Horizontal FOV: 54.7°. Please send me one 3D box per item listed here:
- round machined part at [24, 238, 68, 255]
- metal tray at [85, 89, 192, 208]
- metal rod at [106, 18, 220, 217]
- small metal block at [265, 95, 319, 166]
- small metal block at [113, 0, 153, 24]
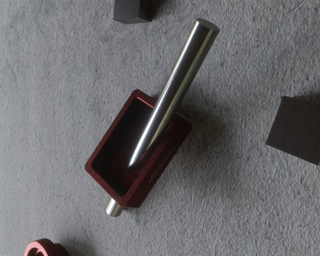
[{"bbox_3d":[-0.200,0.247,0.555,0.098,0.042,0.097,0,90,39],"label":"round machined part"},{"bbox_3d":[-0.031,0.025,0.399,0.090,0.030,0.130,36,94,34],"label":"metal tray"},{"bbox_3d":[-0.011,0.011,0.377,0.025,0.025,0.298,49,129,28],"label":"metal rod"},{"bbox_3d":[0.136,0.001,0.292,0.050,0.025,0.050,26,106,36],"label":"small metal block"},{"bbox_3d":[-0.037,-0.175,0.434,0.050,0.025,0.050,11,97,39],"label":"small metal block"}]
